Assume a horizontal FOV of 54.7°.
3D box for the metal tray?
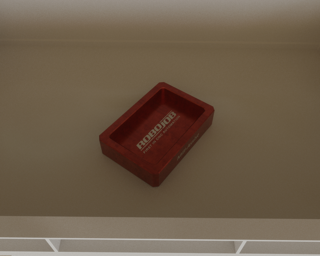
[{"bbox_3d":[-0.001,0.002,0.399,0.090,0.030,0.131,30,56,22],"label":"metal tray"}]
